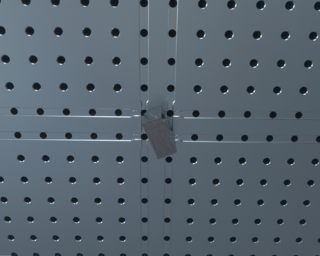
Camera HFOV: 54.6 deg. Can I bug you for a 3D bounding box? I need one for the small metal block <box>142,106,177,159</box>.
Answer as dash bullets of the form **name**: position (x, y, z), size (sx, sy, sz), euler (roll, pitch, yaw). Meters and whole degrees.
- **small metal block**: position (0.000, 0.004, 0.401), size (0.025, 0.050, 0.050), euler (-21, 109, 7)
